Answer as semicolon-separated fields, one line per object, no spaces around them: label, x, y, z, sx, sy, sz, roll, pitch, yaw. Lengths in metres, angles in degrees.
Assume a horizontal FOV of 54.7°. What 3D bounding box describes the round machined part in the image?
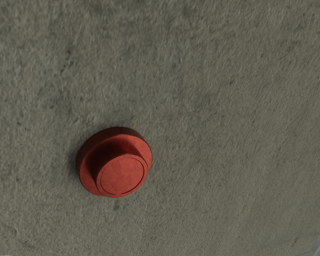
round machined part;-0.055;0.051;0.399;0.099;0.042;0.097;-14;125;-21
